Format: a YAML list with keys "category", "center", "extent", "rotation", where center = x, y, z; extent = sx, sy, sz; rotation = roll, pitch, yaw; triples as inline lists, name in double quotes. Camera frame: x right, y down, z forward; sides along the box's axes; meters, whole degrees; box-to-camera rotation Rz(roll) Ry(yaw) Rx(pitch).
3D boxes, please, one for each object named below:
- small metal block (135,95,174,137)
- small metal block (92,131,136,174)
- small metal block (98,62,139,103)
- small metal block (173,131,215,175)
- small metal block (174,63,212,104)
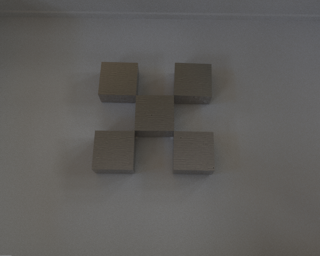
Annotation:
- category: "small metal block"
  center: [-0.007, -0.016, 0.413]
  extent: [0.050, 0.025, 0.050]
  rotation: [1, 70, 0]
- category: "small metal block"
  center: [-0.057, 0.031, 0.396]
  extent: [0.050, 0.025, 0.050]
  rotation: [1, 70, 0]
- category: "small metal block"
  center: [-0.056, -0.063, 0.430]
  extent: [0.050, 0.025, 0.050]
  rotation: [2, 70, 0]
- category: "small metal block"
  center: [0.042, 0.032, 0.396]
  extent: [0.050, 0.025, 0.050]
  rotation: [1, 70, 0]
- category: "small metal block"
  center: [0.045, -0.062, 0.430]
  extent: [0.050, 0.025, 0.050]
  rotation: [2, 70, 1]
